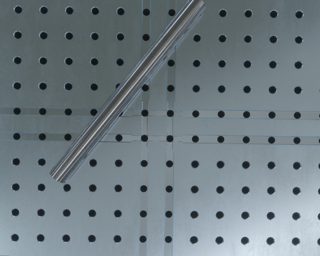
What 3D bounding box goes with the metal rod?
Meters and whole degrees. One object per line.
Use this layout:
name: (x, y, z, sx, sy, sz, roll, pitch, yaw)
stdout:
metal rod: (-0.043, -0.051, 0.413, 0.025, 0.025, 0.300, 39, 90, 0)
